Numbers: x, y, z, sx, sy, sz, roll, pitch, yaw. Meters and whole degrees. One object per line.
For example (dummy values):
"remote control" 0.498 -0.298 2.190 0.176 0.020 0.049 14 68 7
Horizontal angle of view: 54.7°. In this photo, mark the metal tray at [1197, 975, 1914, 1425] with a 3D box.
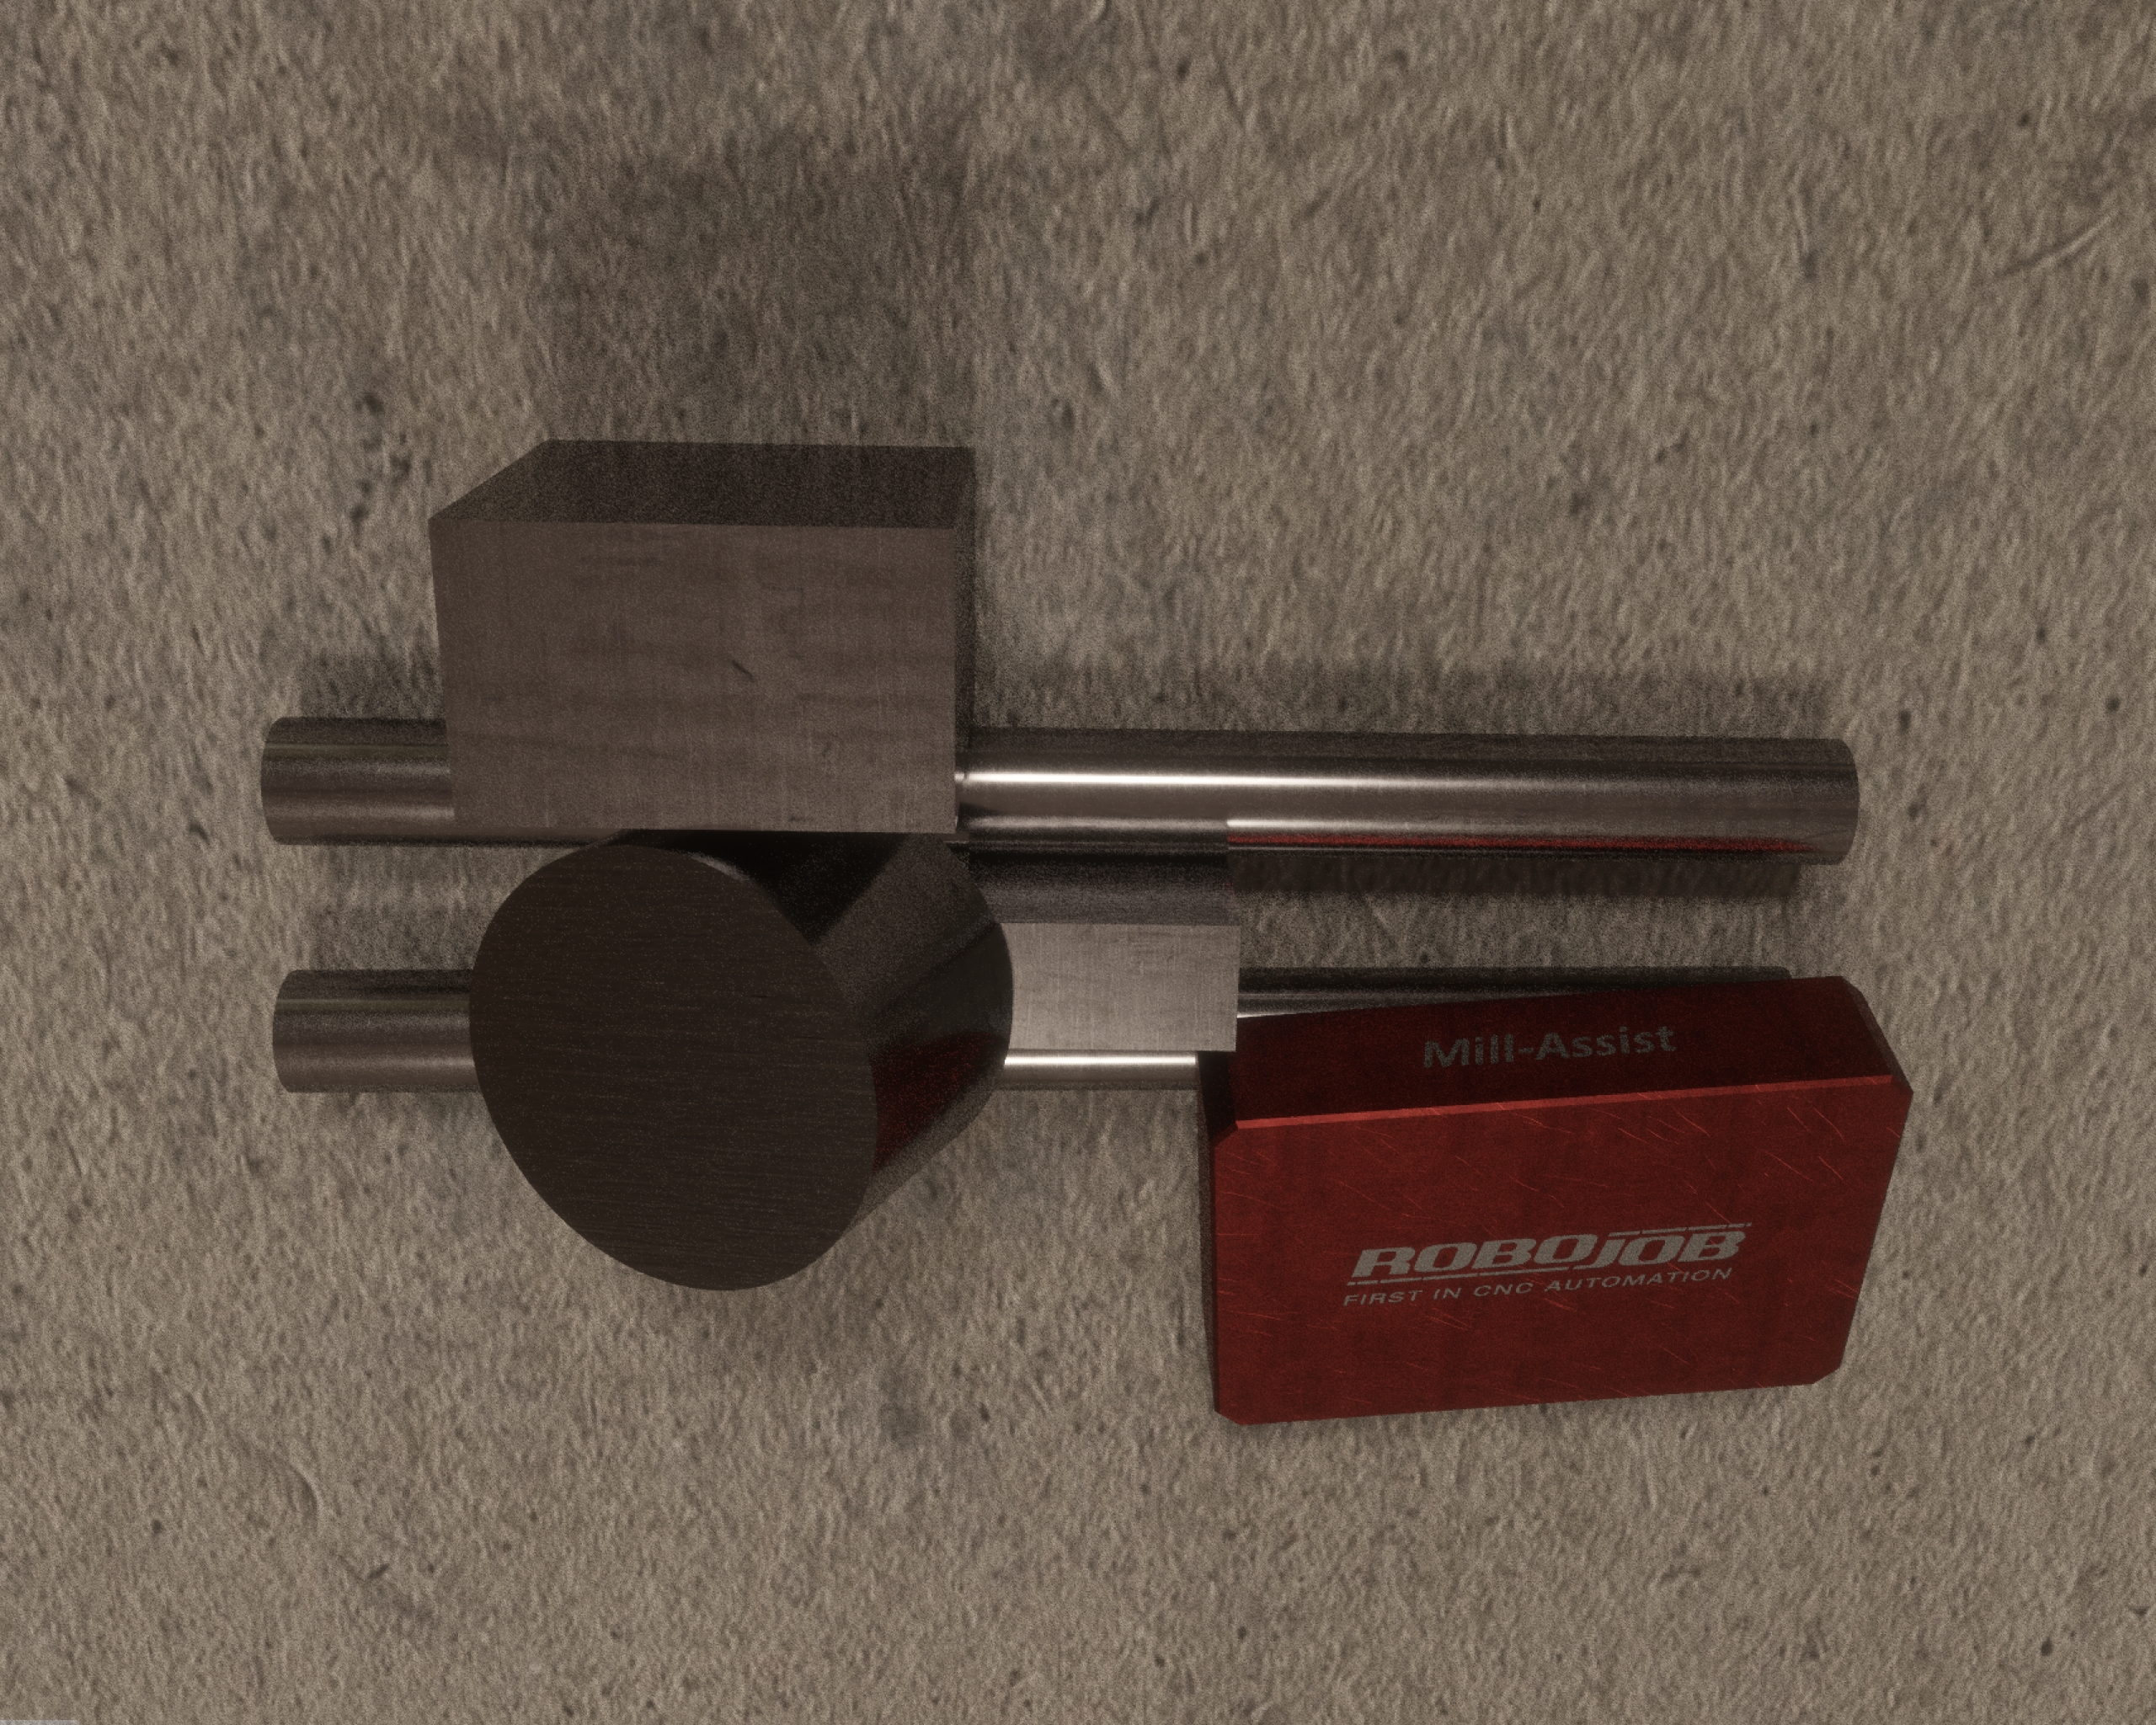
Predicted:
"metal tray" 0.091 0.070 0.420 0.131 0.030 0.089 -4 128 -1

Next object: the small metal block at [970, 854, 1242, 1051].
"small metal block" 0.004 0.014 0.402 0.050 0.050 0.025 1 110 -1

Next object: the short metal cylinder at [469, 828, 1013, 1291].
"short metal cylinder" -0.059 0.028 0.369 0.080 0.050 0.079 8 110 22

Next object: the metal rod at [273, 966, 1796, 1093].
"metal rod" -0.007 0.034 0.424 0.302 0.025 0.025 0 110 -1

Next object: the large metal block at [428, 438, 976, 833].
"large metal block" -0.060 -0.042 0.366 0.081 0.080 0.050 1 110 -1

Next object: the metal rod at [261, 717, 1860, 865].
"metal rod" -0.002 -0.014 0.406 0.302 0.025 0.025 1 110 -1
